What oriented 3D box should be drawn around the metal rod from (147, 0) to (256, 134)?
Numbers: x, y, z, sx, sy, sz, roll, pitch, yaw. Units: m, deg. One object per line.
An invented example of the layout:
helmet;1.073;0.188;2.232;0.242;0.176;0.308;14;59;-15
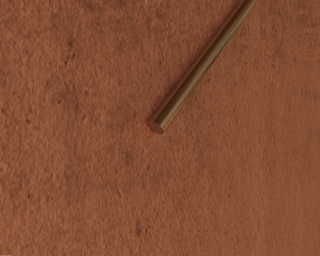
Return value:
metal rod;0.074;-0.109;0.468;0.025;0.025;0.301;52;60;-28
